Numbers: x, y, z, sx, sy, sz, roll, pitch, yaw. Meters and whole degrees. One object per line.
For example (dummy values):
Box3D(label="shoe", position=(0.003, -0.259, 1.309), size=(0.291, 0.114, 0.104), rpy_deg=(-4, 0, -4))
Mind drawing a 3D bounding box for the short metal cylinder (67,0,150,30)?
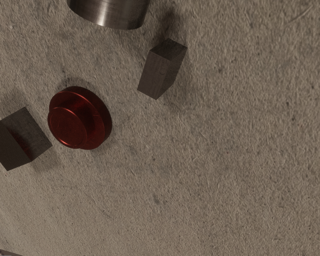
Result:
Box3D(label="short metal cylinder", position=(-0.048, -0.141, 0.308), size=(0.080, 0.080, 0.050), rpy_deg=(30, 128, 8))

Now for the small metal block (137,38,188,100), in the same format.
Box3D(label="small metal block", position=(0.003, -0.067, 0.347), size=(0.025, 0.050, 0.050), rpy_deg=(29, 128, 9))

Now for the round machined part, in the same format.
Box3D(label="round machined part", position=(-0.124, -0.009, 0.454), size=(0.098, 0.042, 0.097), rpy_deg=(13, 124, 20))

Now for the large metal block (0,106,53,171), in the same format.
Box3D(label="large metal block", position=(-0.247, 0.020, 0.530), size=(0.080, 0.050, 0.080), rpy_deg=(-20, 108, 35))
